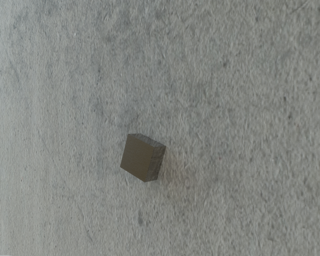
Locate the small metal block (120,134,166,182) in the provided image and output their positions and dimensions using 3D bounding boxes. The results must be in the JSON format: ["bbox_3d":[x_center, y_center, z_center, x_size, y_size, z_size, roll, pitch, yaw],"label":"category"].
[{"bbox_3d":[-0.024,0.040,0.426,0.050,0.025,0.050,24,105,37],"label":"small metal block"}]
